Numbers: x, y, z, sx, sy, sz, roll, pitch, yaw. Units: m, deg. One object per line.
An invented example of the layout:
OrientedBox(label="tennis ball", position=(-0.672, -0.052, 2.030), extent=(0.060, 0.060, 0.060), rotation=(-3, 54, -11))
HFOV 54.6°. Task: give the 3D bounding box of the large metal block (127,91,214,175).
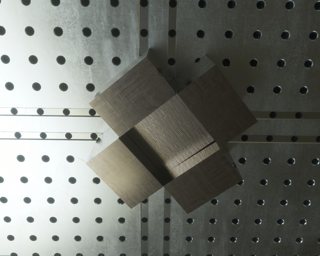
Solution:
OrientedBox(label="large metal block", position=(0.012, -0.002, 0.398), extent=(0.080, 0.050, 0.080), rotation=(-36, 105, 14))

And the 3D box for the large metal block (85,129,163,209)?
OrientedBox(label="large metal block", position=(-0.041, 0.041, 0.398), extent=(0.050, 0.080, 0.080), rotation=(-37, 107, 12))

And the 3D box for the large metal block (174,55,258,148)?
OrientedBox(label="large metal block", position=(0.063, -0.035, 0.372), extent=(0.050, 0.080, 0.080), rotation=(-37, 106, 12))

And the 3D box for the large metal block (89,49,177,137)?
OrientedBox(label="large metal block", position=(-0.029, -0.045, 0.367), extent=(0.080, 0.080, 0.050), rotation=(-37, 106, 12))

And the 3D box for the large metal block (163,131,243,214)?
OrientedBox(label="large metal block", position=(0.051, 0.051, 0.404), extent=(0.080, 0.080, 0.050), rotation=(-35, 106, 12))
